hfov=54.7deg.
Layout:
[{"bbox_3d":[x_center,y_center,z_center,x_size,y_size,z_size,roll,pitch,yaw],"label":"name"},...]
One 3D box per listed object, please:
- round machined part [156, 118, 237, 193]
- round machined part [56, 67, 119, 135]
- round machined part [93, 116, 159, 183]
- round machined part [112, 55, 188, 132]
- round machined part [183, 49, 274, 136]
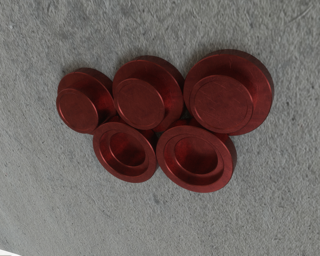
[{"bbox_3d":[0.048,0.030,0.390,0.098,0.042,0.097,13,124,20],"label":"round machined part"},{"bbox_3d":[-0.104,-0.031,0.431,0.098,0.042,0.097,13,124,20],"label":"round machined part"},{"bbox_3d":[-0.041,0.026,0.433,0.098,0.042,0.097,13,124,20],"label":"round machined part"},{"bbox_3d":[-0.017,-0.037,0.383,0.098,0.042,0.097,13,124,20],"label":"round machined part"},{"bbox_3d":[0.071,-0.033,0.339,0.098,0.042,0.097,13,124,20],"label":"round machined part"}]
